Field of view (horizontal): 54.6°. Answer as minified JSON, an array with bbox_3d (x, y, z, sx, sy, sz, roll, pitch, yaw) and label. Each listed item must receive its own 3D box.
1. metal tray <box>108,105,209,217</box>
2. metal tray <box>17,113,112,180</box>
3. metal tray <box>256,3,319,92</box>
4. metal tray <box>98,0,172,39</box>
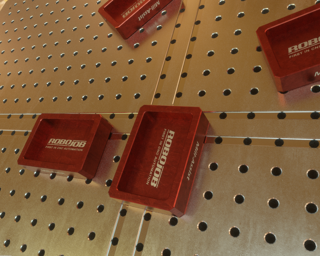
[{"bbox_3d":[0.000,0.035,0.384,0.090,0.030,0.130,5,64,30],"label":"metal tray"},{"bbox_3d":[-0.144,0.024,0.467,0.130,0.030,0.090,2,63,29],"label":"metal tray"},{"bbox_3d":[0.192,-0.105,0.368,0.130,0.030,0.090,-18,54,17],"label":"metal tray"},{"bbox_3d":[-0.042,-0.232,0.570,0.130,0.030,0.090,-40,51,0],"label":"metal tray"}]
